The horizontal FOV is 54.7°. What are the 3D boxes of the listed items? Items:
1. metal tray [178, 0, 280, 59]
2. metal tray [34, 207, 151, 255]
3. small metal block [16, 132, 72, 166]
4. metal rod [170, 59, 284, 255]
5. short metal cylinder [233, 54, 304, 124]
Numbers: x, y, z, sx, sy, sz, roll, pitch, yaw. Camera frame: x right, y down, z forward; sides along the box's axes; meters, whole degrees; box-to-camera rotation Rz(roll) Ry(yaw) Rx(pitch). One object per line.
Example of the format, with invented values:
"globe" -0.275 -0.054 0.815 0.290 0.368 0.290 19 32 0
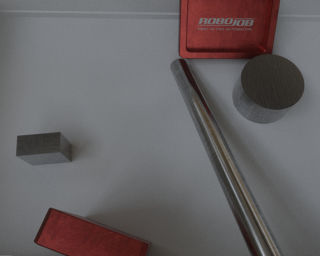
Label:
"metal tray" 0.092 -0.144 0.431 0.131 0.030 0.089 0 115 -1
"metal tray" -0.057 0.115 0.311 0.090 0.130 0.030 18 71 6
"small metal block" -0.142 0.027 0.385 0.050 0.050 0.025 -5 70 -2
"metal rod" 0.060 0.016 0.343 0.025 0.025 0.300 -13 47 -5
"short metal cylinder" 0.143 -0.051 0.417 0.081 0.050 0.080 0 70 0
